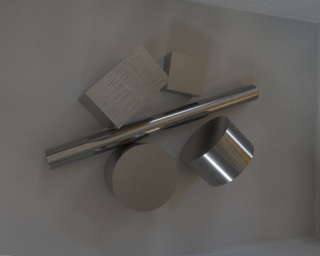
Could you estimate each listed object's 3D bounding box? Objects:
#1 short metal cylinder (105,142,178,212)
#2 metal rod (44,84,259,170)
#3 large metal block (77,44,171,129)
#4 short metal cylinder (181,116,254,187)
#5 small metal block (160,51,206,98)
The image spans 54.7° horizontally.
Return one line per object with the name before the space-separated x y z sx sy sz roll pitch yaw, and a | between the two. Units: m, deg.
short metal cylinder | -0.025 0.058 0.387 0.081 0.050 0.079 0 90 -21
metal rod | 0.004 -0.008 0.412 0.302 0.025 0.025 -19 97 -20
large metal block | -0.045 -0.045 0.364 0.080 0.080 0.050 -45 105 -15
short metal cylinder | 0.075 0.030 0.409 0.050 0.080 0.080 45 76 -15
small metal block | 0.032 -0.072 0.422 0.050 0.025 0.050 9 87 -20
